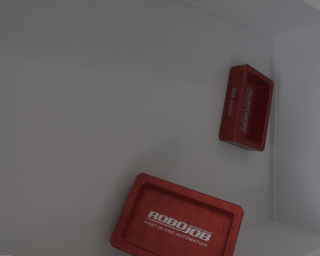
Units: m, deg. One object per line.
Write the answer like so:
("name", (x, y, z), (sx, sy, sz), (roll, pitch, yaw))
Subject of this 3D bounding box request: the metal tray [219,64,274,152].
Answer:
("metal tray", (0.150, -0.032, 0.528), (0.091, 0.030, 0.129), (19, 78, -38))

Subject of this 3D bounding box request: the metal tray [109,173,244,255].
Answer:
("metal tray", (0.020, 0.115, 0.357), (0.030, 0.130, 0.090), (79, 30, -63))
